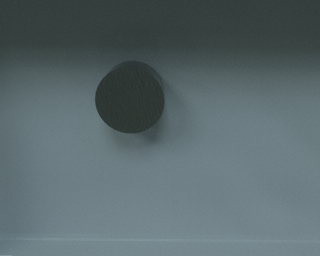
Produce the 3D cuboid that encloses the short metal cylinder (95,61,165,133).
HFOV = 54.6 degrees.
[{"bbox_3d":[-0.035,-0.039,0.383,0.080,0.050,0.079,0,110,0],"label":"short metal cylinder"}]
